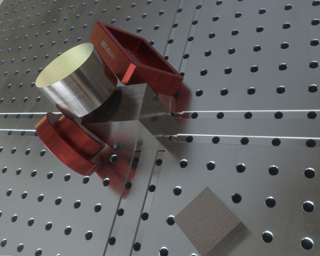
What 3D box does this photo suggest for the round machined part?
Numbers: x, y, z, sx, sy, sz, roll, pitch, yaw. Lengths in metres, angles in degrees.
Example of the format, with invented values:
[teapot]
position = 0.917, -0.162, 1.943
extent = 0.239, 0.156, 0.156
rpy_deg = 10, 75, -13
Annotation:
[round machined part]
position = -0.110, 0.014, 0.408
extent = 0.042, 0.098, 0.098
rpy_deg = -44, 51, 1

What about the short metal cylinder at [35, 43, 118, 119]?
[short metal cylinder]
position = -0.099, -0.057, 0.372
extent = 0.080, 0.050, 0.080
rpy_deg = -21, 38, 18

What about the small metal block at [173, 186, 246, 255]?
[small metal block]
position = 0.051, 0.098, 0.321
extent = 0.050, 0.025, 0.050
rpy_deg = -43, 51, -2

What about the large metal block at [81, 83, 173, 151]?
[large metal block]
position = -0.039, -0.010, 0.398
extent = 0.080, 0.080, 0.050
rpy_deg = -3, 60, 26

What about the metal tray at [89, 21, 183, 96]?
[metal tray]
position = -0.036, -0.100, 0.442
extent = 0.030, 0.091, 0.130
rpy_deg = -59, 47, 25
